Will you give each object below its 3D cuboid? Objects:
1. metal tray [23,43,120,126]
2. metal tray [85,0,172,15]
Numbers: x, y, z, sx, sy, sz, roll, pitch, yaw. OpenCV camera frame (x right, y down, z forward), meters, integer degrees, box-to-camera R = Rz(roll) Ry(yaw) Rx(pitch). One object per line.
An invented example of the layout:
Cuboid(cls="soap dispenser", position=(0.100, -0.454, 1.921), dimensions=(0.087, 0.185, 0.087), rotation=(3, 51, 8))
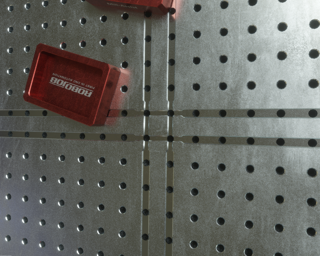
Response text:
Cuboid(cls="metal tray", position=(-0.132, -0.064, 0.457), dimensions=(0.130, 0.030, 0.090), rotation=(20, 97, 19))
Cuboid(cls="metal tray", position=(-0.042, -0.213, 0.425), dimensions=(0.130, 0.030, 0.090), rotation=(15, 95, 19))
